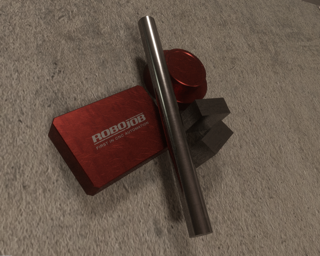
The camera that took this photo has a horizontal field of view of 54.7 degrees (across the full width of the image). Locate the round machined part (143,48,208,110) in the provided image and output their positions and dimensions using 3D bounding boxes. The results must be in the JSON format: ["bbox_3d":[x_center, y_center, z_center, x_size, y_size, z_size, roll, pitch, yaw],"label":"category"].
[{"bbox_3d":[0.029,-0.078,0.458,0.099,0.042,0.098,14,56,-21],"label":"round machined part"}]

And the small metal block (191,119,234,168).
[{"bbox_3d":[0.063,0.022,0.410,0.025,0.050,0.050,46,51,3],"label":"small metal block"}]

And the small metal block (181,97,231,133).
[{"bbox_3d":[0.061,-0.017,0.433,0.050,0.050,0.025,-7,66,-32],"label":"small metal block"}]

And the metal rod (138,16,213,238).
[{"bbox_3d":[0.012,-0.021,0.384,0.025,0.025,0.299,1,61,-28],"label":"metal rod"}]

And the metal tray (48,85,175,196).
[{"bbox_3d":[-0.051,0.009,0.369,0.131,0.030,0.090,-28,78,-38],"label":"metal tray"}]
